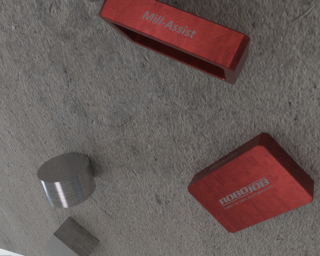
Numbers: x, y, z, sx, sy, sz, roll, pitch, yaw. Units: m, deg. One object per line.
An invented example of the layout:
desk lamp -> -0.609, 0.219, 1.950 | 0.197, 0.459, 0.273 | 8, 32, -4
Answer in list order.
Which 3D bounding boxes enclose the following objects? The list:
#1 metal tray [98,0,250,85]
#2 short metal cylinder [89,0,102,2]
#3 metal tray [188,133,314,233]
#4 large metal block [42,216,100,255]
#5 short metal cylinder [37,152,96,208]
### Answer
metal tray -> 0.018, -0.086, 0.300 | 0.130, 0.090, 0.030 | 26, 96, 12
short metal cylinder -> -0.046, -0.164, 0.294 | 0.080, 0.080, 0.050 | -19, 108, 35
metal tray -> 0.110, 0.074, 0.392 | 0.090, 0.030, 0.129 | 46, 129, -4
large metal block -> -0.183, 0.240, 0.636 | 0.080, 0.050, 0.080 | 40, 129, 1
short metal cylinder -> -0.149, 0.083, 0.501 | 0.080, 0.080, 0.050 | 6, 121, 25
